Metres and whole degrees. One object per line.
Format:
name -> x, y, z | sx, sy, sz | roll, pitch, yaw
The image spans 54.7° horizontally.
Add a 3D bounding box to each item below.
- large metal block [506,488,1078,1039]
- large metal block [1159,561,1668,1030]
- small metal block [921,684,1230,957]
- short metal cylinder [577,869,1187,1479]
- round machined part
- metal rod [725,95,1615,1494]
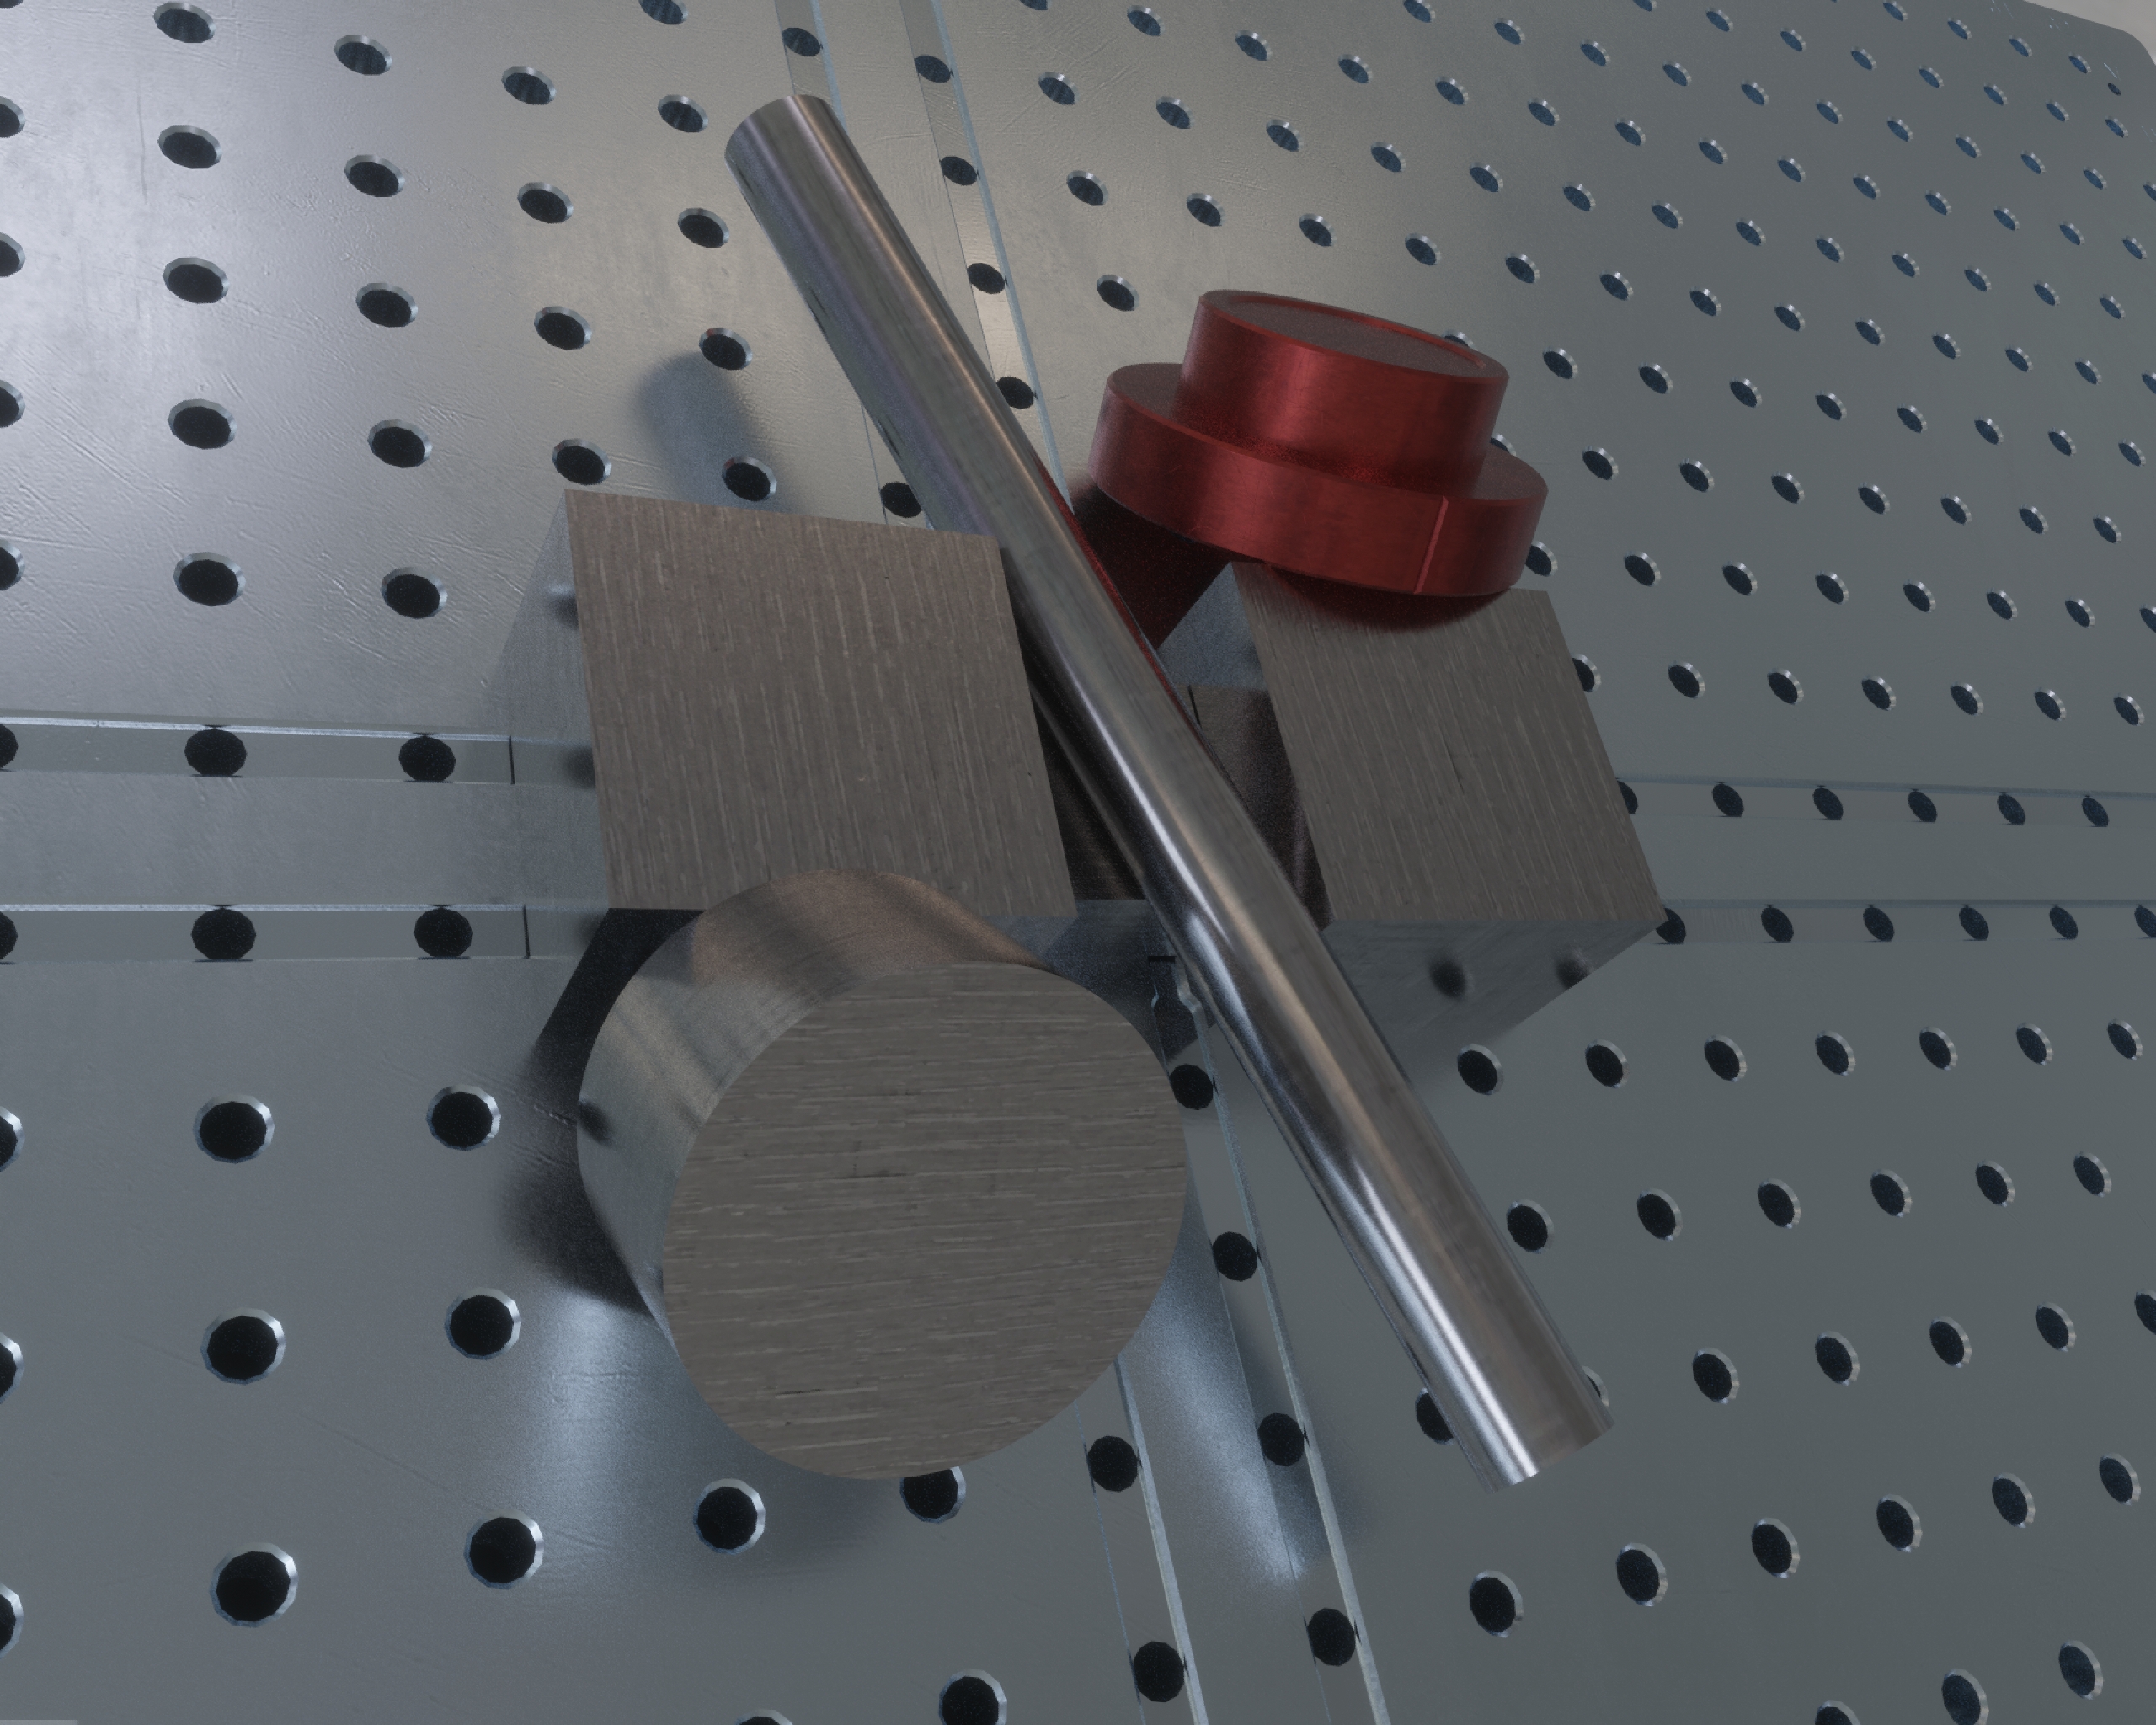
large metal block -> -0.054, -0.015, 0.373 | 0.081, 0.050, 0.080 | 2, 61, -27
large metal block -> 0.064, -0.013, 0.435 | 0.081, 0.050, 0.080 | 1, 61, -28
small metal block -> 0.000, -0.009, 0.414 | 0.050, 0.025, 0.050 | 1, 61, -28
short metal cylinder -> -0.031, 0.046, 0.320 | 0.081, 0.050, 0.079 | -8, 108, -25
round machined part -> 0.055, -0.095, 0.453 | 0.099, 0.042, 0.098 | 12, 23, -5
metal rod -> 0.009, -0.024, 0.394 | 0.025, 0.025, 0.299 | -19, 72, -35
